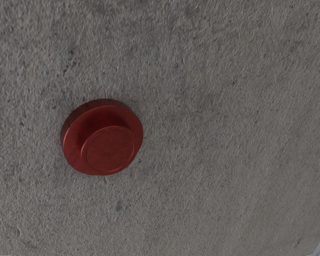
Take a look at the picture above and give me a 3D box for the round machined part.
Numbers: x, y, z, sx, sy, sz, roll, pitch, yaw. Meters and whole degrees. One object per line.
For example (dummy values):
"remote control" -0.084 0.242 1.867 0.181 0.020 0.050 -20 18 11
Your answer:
"round machined part" -0.065 0.018 0.371 0.099 0.042 0.097 -14 124 -21
